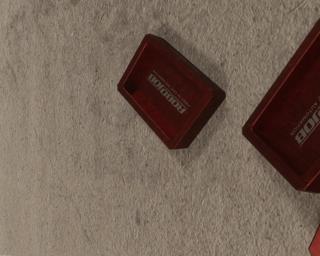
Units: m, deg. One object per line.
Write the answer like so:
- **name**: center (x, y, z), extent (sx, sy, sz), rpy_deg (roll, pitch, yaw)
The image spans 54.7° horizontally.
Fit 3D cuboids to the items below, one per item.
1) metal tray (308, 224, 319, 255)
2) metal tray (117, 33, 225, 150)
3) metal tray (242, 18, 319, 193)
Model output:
- **metal tray**: center (0.198, 0.093, 0.237), extent (0.130, 0.030, 0.089), rpy_deg (26, 106, 36)
- **metal tray**: center (0.008, -0.047, 0.393), extent (0.130, 0.030, 0.089), rpy_deg (48, 118, 29)
- **metal tray**: center (0.139, -0.020, 0.266), extent (0.129, 0.030, 0.090), rpy_deg (-60, 36, 22)
